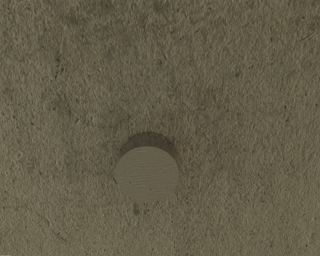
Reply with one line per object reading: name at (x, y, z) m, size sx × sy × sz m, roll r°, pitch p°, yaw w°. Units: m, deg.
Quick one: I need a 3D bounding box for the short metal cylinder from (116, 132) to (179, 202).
short metal cylinder at (-0.016, 0.051, 0.415) m, size 0.080 × 0.050 × 0.079 m, roll 0°, pitch 110°, yaw 0°
